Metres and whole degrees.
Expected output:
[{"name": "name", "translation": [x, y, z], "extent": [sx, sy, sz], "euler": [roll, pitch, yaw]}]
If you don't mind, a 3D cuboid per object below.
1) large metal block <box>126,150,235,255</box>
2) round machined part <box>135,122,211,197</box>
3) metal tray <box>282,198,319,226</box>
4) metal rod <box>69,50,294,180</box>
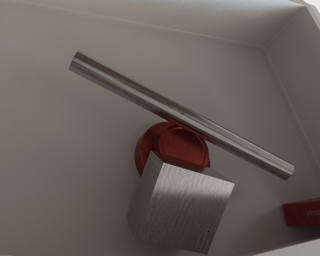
[{"name": "large metal block", "translation": [0.019, 0.078, 0.329], "extent": [0.081, 0.050, 0.080], "euler": [19, 94, -18]}, {"name": "round machined part", "translation": [0.022, 0.034, 0.387], "extent": [0.099, 0.042, 0.098], "euler": [14, 56, -21]}, {"name": "metal tray", "translation": [0.243, 0.105, 0.406], "extent": [0.091, 0.129, 0.030], "euler": [0, 73, -29]}, {"name": "metal rod", "translation": [0.035, -0.010, 0.378], "extent": [0.301, 0.025, 0.025], "euler": [27, 52, -11]}]
